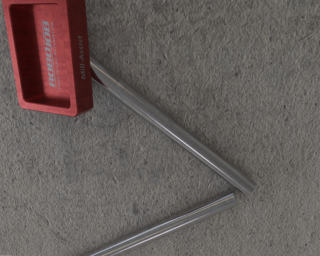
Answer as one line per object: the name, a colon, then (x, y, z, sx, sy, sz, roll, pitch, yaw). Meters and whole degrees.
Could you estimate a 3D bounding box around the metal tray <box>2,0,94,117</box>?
metal tray: (-0.127, -0.083, 0.356, 0.090, 0.030, 0.129, 9, 112, 23)

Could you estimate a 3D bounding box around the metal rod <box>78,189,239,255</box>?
metal rod: (-0.025, 0.165, 0.470, 0.301, 0.025, 0.025, -26, 108, 9)

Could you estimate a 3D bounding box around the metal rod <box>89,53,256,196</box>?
metal rod: (0.010, -0.003, 0.408, 0.301, 0.025, 0.025, 37, 106, -13)
